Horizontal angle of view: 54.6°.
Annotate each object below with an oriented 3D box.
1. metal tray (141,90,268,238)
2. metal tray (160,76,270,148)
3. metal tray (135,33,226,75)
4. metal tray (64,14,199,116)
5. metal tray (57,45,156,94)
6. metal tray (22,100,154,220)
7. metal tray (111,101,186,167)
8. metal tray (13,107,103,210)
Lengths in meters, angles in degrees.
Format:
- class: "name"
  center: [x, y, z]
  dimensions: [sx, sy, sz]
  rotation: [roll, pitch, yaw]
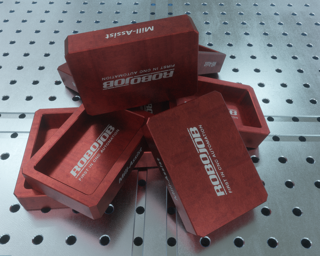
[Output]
- class: "metal tray"
  center: [0.047, 0.036, 0.331]
  dimensions: [0.091, 0.030, 0.130]
  rotation: [-23, 87, -18]
- class: "metal tray"
  center: [0.068, -0.025, 0.402]
  dimensions: [0.131, 0.030, 0.090]
  rotation: [8, 48, -16]
- class: "metal tray"
  center: [0.033, -0.109, 0.452]
  dimensions: [0.090, 0.030, 0.131]
  rotation: [27, 22, 21]
- class: "metal tray"
  center: [-0.026, -0.065, 0.336]
  dimensions: [0.131, 0.090, 0.030]
  rotation: [-12, 51, -4]
- class: "metal tray"
  center: [-0.077, -0.080, 0.450]
  dimensions: [0.090, 0.030, 0.130]
  rotation: [-38, 44, -27]
- class: "metal tray"
  center: [-0.072, 0.024, 0.345]
  dimensions: [0.090, 0.030, 0.130]
  rotation: [21, 53, 17]
- class: "metal tray"
  center: [-0.017, -0.010, 0.412]
  dimensions: [0.091, 0.030, 0.130]
  rotation: [-2, 48, -4]
- class: "metal tray"
  center: [-0.114, 0.031, 0.378]
  dimensions: [0.091, 0.030, 0.130]
  rotation: [-3, 49, -3]
